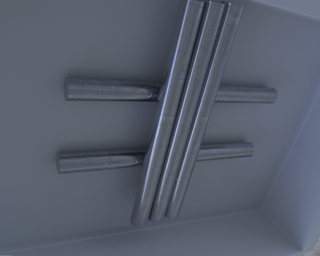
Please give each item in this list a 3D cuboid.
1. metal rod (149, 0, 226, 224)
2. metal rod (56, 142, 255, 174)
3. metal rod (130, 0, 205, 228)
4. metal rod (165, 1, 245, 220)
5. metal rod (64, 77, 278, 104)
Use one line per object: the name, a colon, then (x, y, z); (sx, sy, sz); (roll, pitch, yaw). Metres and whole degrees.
metal rod: (0.025, -0.001, 0.386); (0.025, 0.025, 0.298); (-1, 119, -28)
metal rod: (0.013, 0.039, 0.438); (0.303, 0.025, 0.025); (-2, 119, -28)
metal rod: (0.002, 0.001, 0.375); (0.025, 0.025, 0.298); (-1, 119, -28)
metal rod: (0.047, -0.003, 0.397); (0.025, 0.025, 0.298); (-1, 119, -28)
metal rod: (0.034, -0.045, 0.398); (0.303, 0.025, 0.025); (-2, 119, -28)
